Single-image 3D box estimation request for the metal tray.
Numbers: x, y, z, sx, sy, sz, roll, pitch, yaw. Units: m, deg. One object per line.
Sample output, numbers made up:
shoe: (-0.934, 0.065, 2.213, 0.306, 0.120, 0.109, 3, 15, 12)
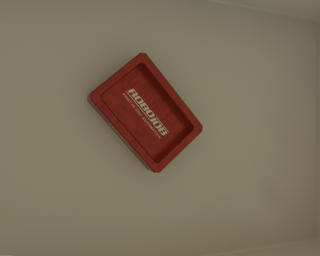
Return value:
metal tray: (-0.017, -0.018, 0.401, 0.090, 0.030, 0.130, -43, 104, -15)
